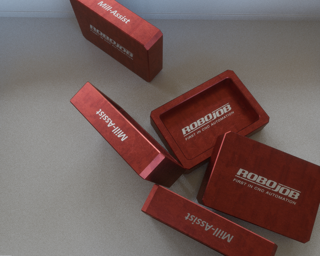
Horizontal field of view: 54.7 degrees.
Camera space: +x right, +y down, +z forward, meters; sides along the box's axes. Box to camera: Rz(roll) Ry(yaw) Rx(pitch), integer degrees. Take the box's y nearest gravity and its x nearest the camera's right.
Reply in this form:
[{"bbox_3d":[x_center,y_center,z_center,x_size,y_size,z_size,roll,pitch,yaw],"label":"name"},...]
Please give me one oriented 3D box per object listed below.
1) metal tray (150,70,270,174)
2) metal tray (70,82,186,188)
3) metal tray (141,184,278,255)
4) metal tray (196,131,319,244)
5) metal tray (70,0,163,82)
[{"bbox_3d":[0.064,-0.010,0.410,0.131,0.030,0.090,-29,73,-10],"label":"metal tray"},{"bbox_3d":[-0.035,0.009,0.356,0.030,0.090,0.130,-47,65,1],"label":"metal tray"},{"bbox_3d":[0.047,0.108,0.335,0.130,0.090,0.030,25,74,9],"label":"metal tray"},{"bbox_3d":[0.120,0.068,0.364,0.131,0.030,0.090,21,80,-3],"label":"metal tray"},{"bbox_3d":[-0.056,-0.127,0.420,0.130,0.090,0.030,36,74,12],"label":"metal tray"}]
